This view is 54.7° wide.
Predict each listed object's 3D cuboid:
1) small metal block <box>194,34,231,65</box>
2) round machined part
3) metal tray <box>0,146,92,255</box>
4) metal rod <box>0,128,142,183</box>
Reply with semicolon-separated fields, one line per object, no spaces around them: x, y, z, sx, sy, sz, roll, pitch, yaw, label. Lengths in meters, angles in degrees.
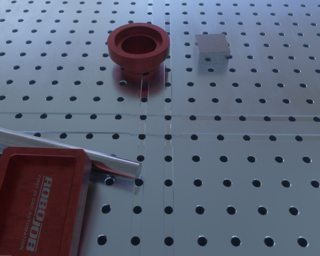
0.086;-0.133;0.521;0.050;0.025;0.050;-3;50;-3;small metal block
-0.034;-0.126;0.502;0.099;0.042;0.098;0;50;0;round machined part
-0.126;0.084;0.315;0.091;0.030;0.130;2;61;1;metal tray
-0.170;0.020;0.388;0.301;0.025;0.025;13;51;10;metal rod
